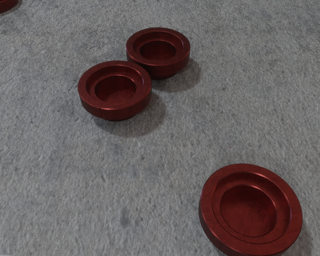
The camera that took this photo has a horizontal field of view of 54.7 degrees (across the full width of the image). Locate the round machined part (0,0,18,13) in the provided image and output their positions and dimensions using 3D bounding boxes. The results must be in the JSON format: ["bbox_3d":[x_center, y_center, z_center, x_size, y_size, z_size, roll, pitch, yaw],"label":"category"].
[{"bbox_3d":[-0.339,-0.267,0.612,0.099,0.042,0.098,0,50,0],"label":"round machined part"}]

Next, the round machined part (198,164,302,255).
[{"bbox_3d":[0.089,0.089,0.319,0.099,0.042,0.098,1,50,0],"label":"round machined part"}]

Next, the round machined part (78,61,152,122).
[{"bbox_3d":[-0.061,-0.047,0.431,0.099,0.042,0.098,0,50,0],"label":"round machined part"}]

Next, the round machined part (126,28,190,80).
[{"bbox_3d":[-0.003,-0.113,0.487,0.099,0.042,0.098,0,50,0],"label":"round machined part"}]
